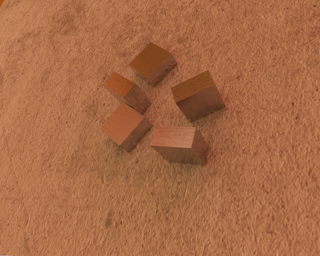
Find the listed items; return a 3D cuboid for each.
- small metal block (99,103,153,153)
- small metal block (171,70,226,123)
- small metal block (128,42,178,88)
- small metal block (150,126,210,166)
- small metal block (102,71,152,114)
[{"bbox_3d":[-0.047,-0.001,0.429,0.050,0.025,0.050,-49,52,-7],"label":"small metal block"},{"bbox_3d":[0.048,-0.038,0.386,0.050,0.050,0.025,-25,53,13],"label":"small metal block"},{"bbox_3d":[-0.011,-0.096,0.469,0.050,0.025,0.050,-47,51,-5],"label":"small metal block"},{"bbox_3d":[0.025,0.021,0.362,0.050,0.050,0.025,2,63,29],"label":"small metal block"},{"bbox_3d":[-0.046,-0.048,0.442,0.050,0.050,0.025,33,80,38],"label":"small metal block"}]
